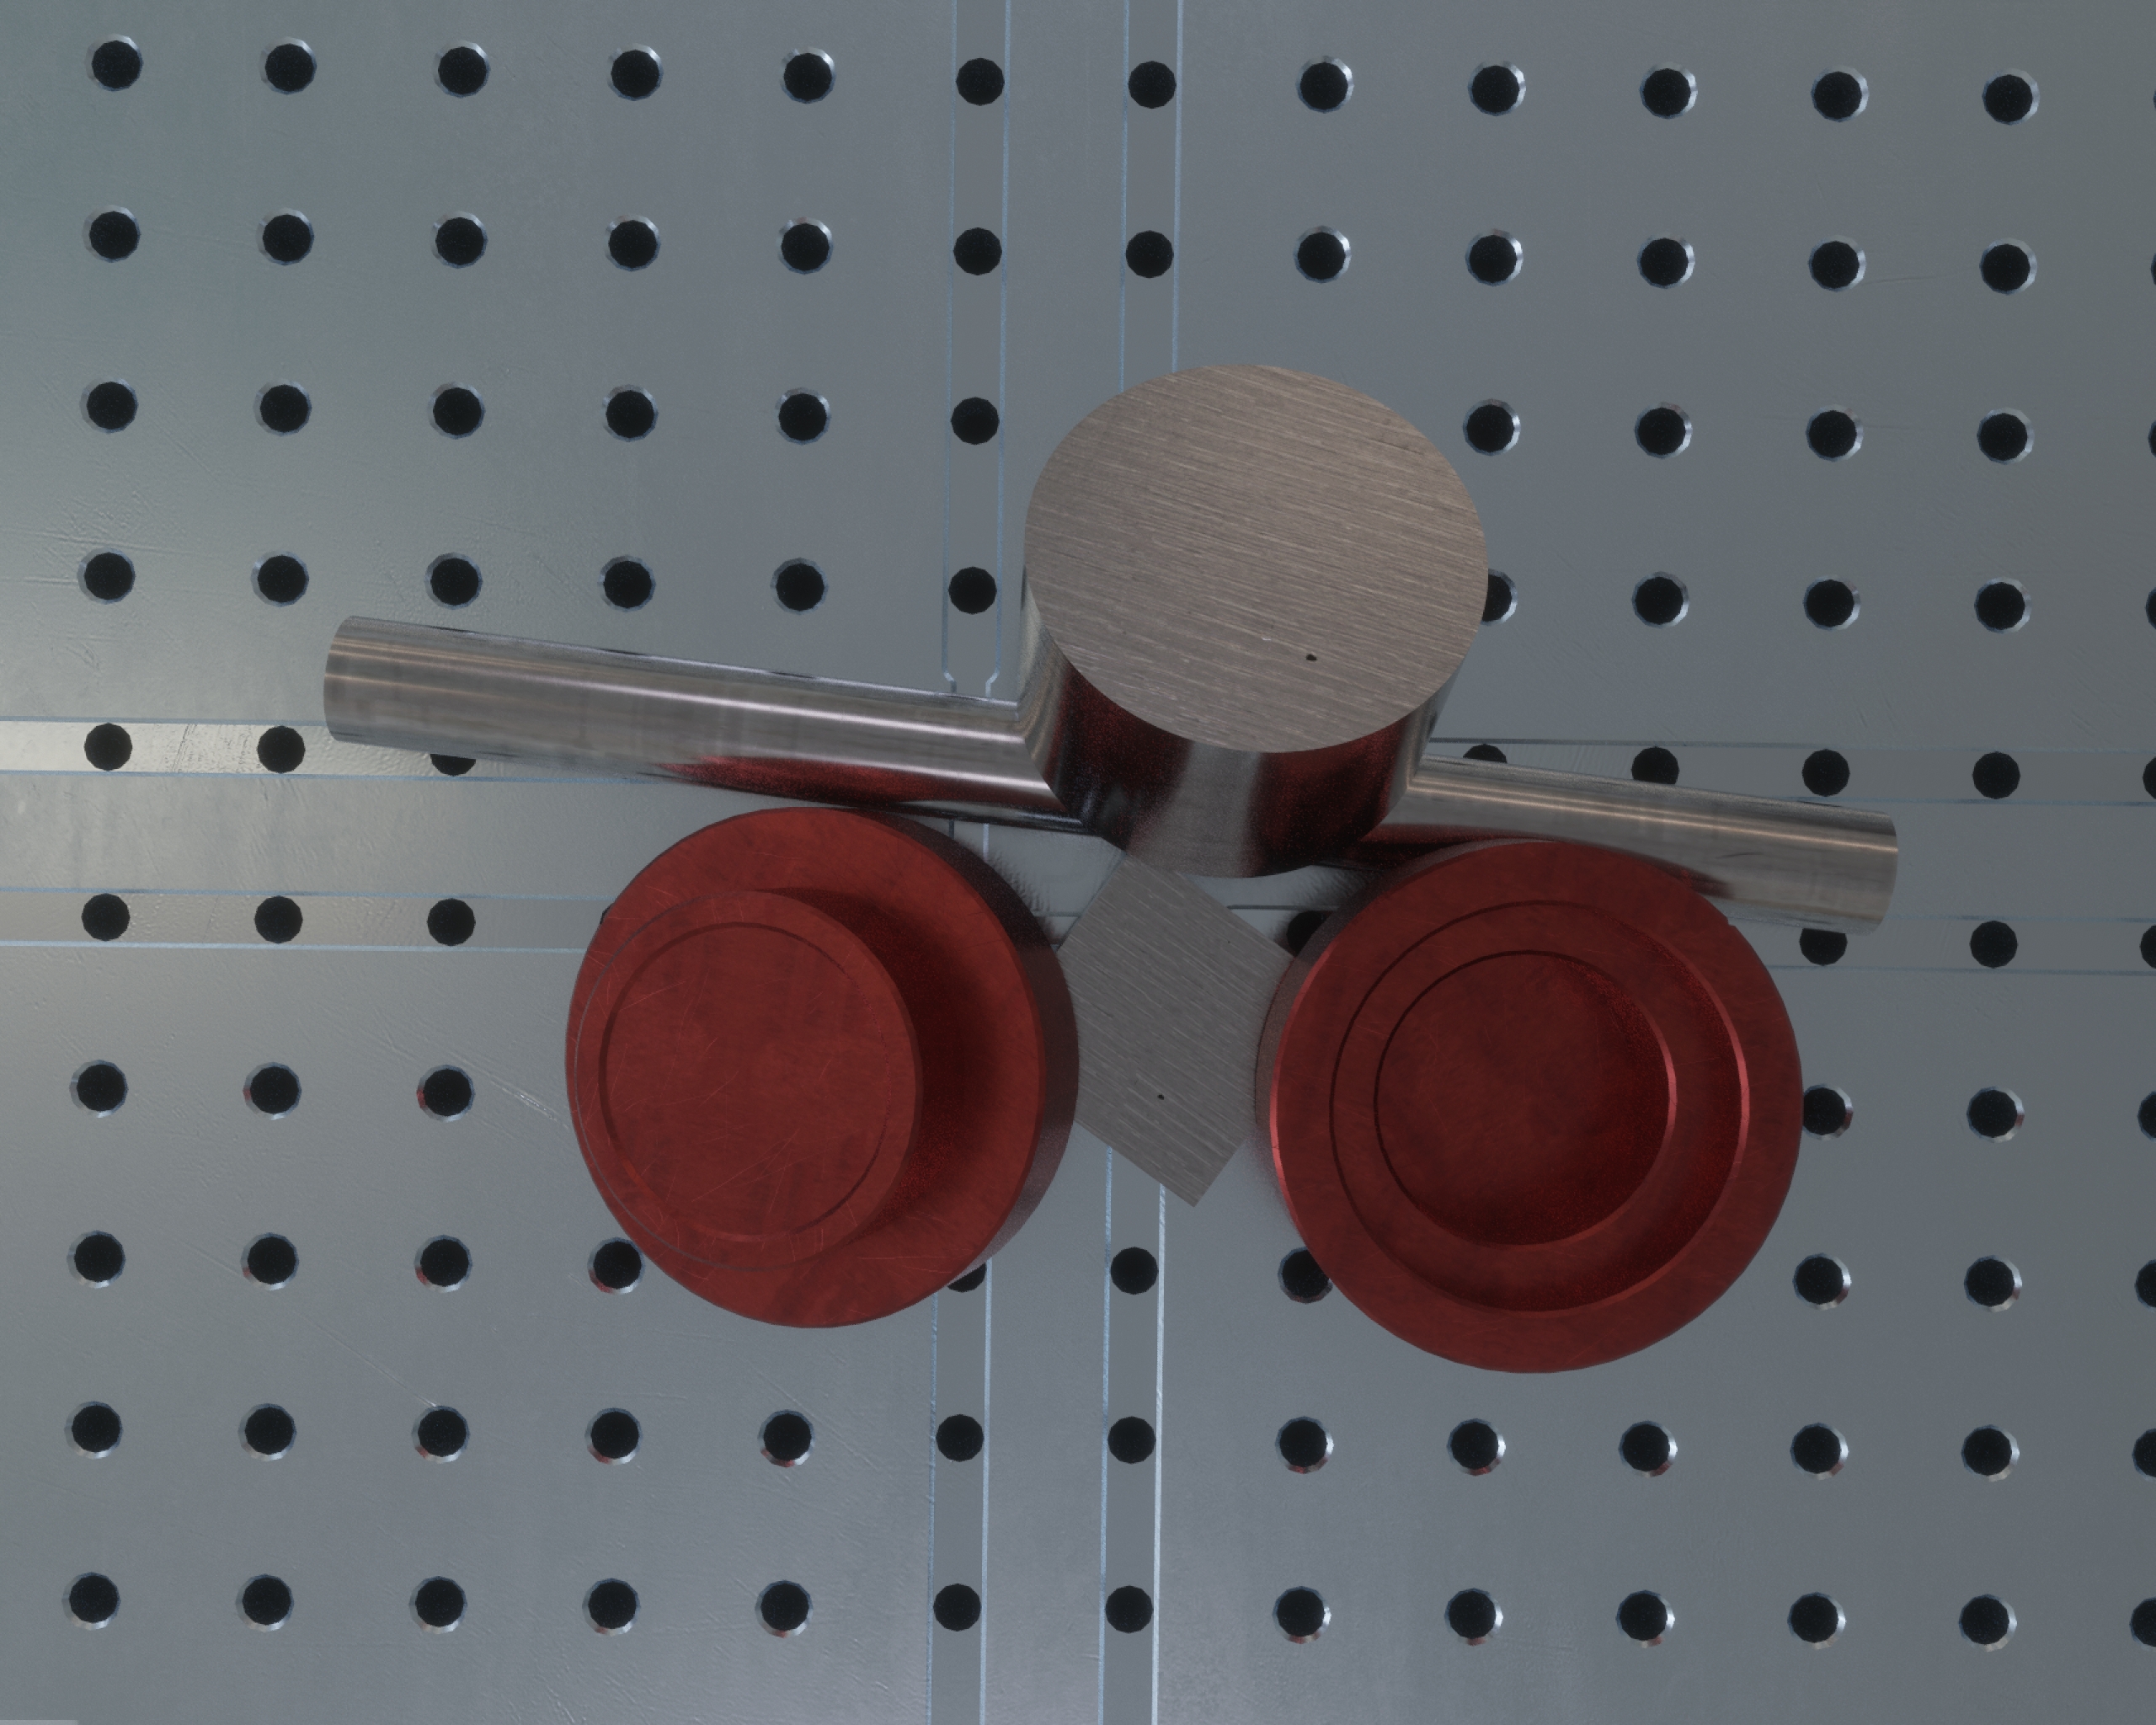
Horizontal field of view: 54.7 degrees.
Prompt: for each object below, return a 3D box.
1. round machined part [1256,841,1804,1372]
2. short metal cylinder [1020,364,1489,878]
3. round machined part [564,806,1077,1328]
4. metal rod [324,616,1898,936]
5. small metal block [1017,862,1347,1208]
[{"bbox_3d":[0.083,0.044,0.400,0.099,0.042,0.097,0,92,-3],"label":"round machined part"},{"bbox_3d":[0.030,-0.044,0.383,0.081,0.050,0.080,2,65,-3],"label":"short metal cylinder"},{"bbox_3d":[-0.053,0.038,0.388,0.098,0.042,0.097,0,91,18],"label":"round machined part"},{"bbox_3d":[0.007,-0.017,0.410,0.302,0.025,0.025,7,90,0],"label":"metal rod"},{"bbox_3d":[0.017,0.031,0.410,0.050,0.025,0.050,36,90,0],"label":"small metal block"}]
